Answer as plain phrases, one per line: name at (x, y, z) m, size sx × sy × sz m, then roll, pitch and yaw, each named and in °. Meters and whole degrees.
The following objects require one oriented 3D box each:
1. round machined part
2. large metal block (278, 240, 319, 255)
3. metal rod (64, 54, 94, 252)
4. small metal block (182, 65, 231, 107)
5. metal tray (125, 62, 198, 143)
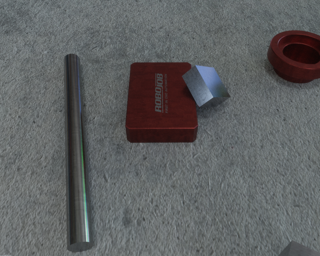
round machined part at (0.218, -0.107, 0.484) m, size 0.099 × 0.042 × 0.098 m, roll 0°, pitch 50°, yaw 0°
large metal block at (0.107, 0.149, 0.243) m, size 0.050 × 0.080 × 0.080 m, roll 22°, pitch 54°, yaw 18°
metal rod at (-0.109, 0.004, 0.398) m, size 0.025 × 0.025 × 0.300 m, roll -9°, pitch 51°, yaw -8°
small metal block at (0.064, -0.057, 0.426) m, size 0.050 × 0.025 × 0.050 m, roll -8°, pitch 67°, yaw -52°
metal tray at (0.002, -0.040, 0.434) m, size 0.091 × 0.030 × 0.130 m, roll 0°, pitch 50°, yaw 0°
